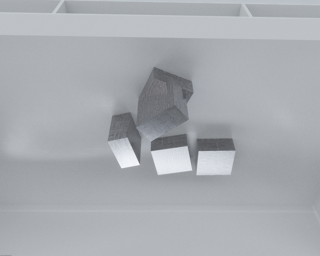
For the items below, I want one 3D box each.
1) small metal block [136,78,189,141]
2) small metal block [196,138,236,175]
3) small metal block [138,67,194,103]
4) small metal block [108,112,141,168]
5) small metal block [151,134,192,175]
[{"bbox_3d":[0.002,-0.020,0.343,0.050,0.050,0.025,-31,124,23],"label":"small metal block"},{"bbox_3d":[0.078,0.042,0.446,0.050,0.025,0.050,-1,130,0],"label":"small metal block"},{"bbox_3d":[0.006,-0.039,0.376,0.050,0.025,0.050,18,128,-16],"label":"small metal block"},{"bbox_3d":[-0.045,0.016,0.406,0.025,0.050,0.050,-12,129,9],"label":"small metal block"},{"bbox_3d":[0.017,0.038,0.442,0.050,0.025,0.050,-9,130,7],"label":"small metal block"}]
